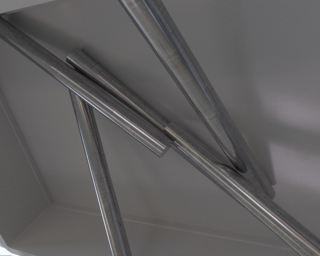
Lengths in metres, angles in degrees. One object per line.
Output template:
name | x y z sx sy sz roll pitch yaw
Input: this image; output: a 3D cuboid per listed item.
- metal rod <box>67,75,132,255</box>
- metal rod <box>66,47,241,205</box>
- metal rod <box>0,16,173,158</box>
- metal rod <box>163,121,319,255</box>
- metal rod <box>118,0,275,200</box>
metal rod | -0.080 0.067 0.420 0.025 0.025 0.298 -17 87 35
metal rod | 0.001 -0.001 0.407 0.300 0.025 0.025 39 129 1
metal rod | -0.111 -0.060 0.397 0.300 0.025 0.025 36 129 13
metal rod | 0.114 0.089 0.317 0.300 0.025 0.025 41 132 26
metal rod | 0.057 -0.006 0.300 0.025 0.025 0.300 -10 137 33
